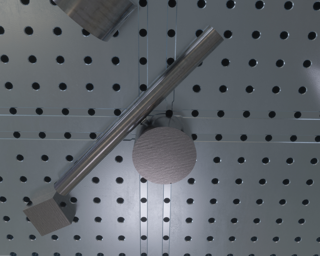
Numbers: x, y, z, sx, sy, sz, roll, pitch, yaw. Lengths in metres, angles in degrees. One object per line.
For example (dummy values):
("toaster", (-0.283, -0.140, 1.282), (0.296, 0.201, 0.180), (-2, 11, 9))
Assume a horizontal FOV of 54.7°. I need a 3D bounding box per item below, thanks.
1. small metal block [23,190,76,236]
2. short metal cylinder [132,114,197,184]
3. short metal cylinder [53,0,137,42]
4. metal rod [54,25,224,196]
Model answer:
("small metal block", (-0.163, 0.125, 0.458), (0.050, 0.025, 0.050), (-24, 109, 8))
("short metal cylinder", (0.005, 0.027, 0.410), (0.081, 0.050, 0.079), (0, 110, 0))
("short metal cylinder", (-0.071, -0.139, 0.332), (0.080, 0.080, 0.050), (41, 105, -14))
("metal rod", (-0.037, -0.014, 0.407), (0.025, 0.025, 0.299), (43, 104, -14))
